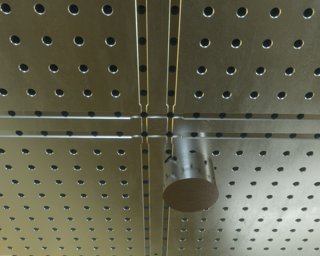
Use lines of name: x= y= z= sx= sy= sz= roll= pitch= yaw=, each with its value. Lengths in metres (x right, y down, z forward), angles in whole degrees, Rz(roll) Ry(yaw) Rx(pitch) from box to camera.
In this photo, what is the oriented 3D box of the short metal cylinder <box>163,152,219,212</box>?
short metal cylinder: x=0.044 y=0.082 z=0.465 sx=0.080 sy=0.050 sz=0.080 roll=0 pitch=130 yaw=0
